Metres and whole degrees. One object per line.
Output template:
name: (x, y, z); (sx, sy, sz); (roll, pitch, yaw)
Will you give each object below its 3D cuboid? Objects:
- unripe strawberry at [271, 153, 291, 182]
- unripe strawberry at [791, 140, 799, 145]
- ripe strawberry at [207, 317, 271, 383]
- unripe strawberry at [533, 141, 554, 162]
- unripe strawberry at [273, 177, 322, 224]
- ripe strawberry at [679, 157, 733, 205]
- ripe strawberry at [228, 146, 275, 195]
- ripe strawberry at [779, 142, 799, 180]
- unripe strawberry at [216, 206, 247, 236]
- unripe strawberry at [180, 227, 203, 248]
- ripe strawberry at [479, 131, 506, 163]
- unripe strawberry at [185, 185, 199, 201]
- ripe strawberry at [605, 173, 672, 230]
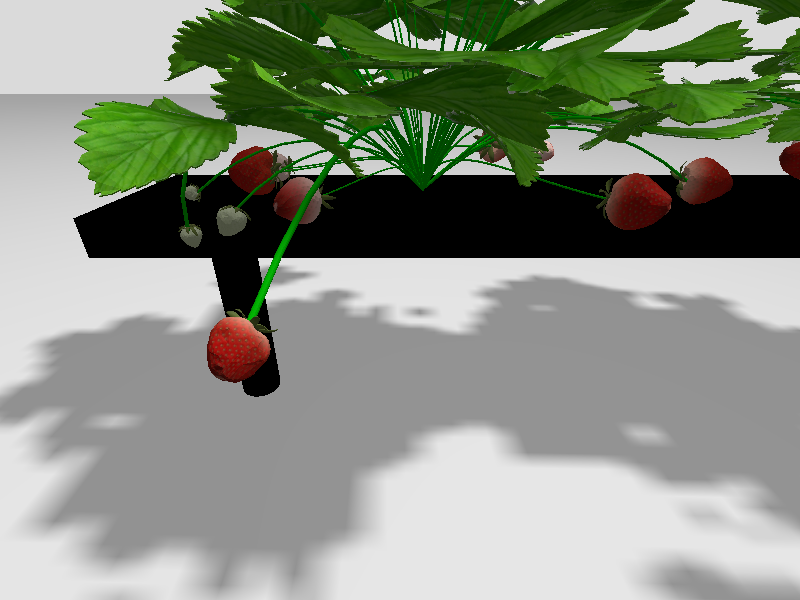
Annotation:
unripe strawberry: (-0.117, -0.124, 0.373); (0.027, 0.026, 0.025); (7, 29, 13)
unripe strawberry: (0.512, -0.198, 0.510); (0.025, 0.021, 0.025); (6, 14, 11)
ripe strawberry: (-0.051, 0.016, 0.123); (0.017, 0.019, 0.020); (8, -37, 14)
unripe strawberry: (0.164, -0.168, 0.456); (0.026, 0.023, 0.023); (28, 13, 40)
unripe strawberry: (-0.067, -0.064, 0.259); (0.029, 0.031, 0.032); (24, 38, 37)
ripe strawberry: (0.232, -0.089, 0.303); (0.035, 0.034, 0.032); (8, 30, 8)
ripe strawberry: (-0.119, -0.104, 0.324); (0.036, 0.037, 0.033); (-4, 29, -6)
ripe strawberry: (0.387, -0.135, 0.379); (0.043, 0.043, 0.040); (15, 32, 26)
unripe strawberry: (-0.103, -0.047, 0.243); (0.017, 0.018, 0.018); (27, -1, 40)
unripe strawberry: (-0.111, -0.033, 0.214); (0.010, 0.011, 0.011); (23, 36, 36)
ripe strawberry: (0.110, -0.179, 0.454); (0.038, 0.043, 0.041); (18, 33, 29)
unripe strawberry: (-0.163, -0.084, 0.313); (0.011, 0.011, 0.010); (-8, 30, -8)
ripe strawberry: (0.150, -0.061, 0.252); (0.035, 0.035, 0.033); (21, 35, 32)
